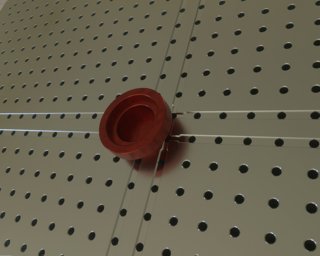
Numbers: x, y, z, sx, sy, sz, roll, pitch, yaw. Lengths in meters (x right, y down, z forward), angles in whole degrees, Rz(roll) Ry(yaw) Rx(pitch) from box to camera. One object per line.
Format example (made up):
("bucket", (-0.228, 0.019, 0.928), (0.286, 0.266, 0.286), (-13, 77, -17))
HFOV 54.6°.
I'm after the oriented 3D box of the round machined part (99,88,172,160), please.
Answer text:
("round machined part", (-0.029, -0.002, 0.415), (0.098, 0.042, 0.098), (-13, 56, 21))
